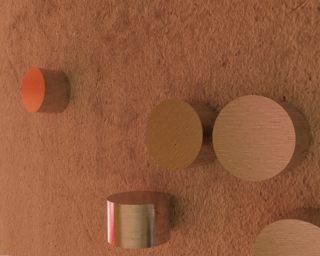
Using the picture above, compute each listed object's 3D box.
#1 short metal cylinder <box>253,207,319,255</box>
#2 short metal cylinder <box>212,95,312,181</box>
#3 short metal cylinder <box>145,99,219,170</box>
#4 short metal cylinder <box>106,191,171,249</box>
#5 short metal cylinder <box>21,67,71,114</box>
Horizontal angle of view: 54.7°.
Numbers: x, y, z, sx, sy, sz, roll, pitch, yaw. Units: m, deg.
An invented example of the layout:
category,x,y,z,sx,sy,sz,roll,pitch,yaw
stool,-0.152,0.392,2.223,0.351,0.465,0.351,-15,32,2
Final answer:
category,x,y,z,sx,sy,sz,roll,pitch,yaw
short metal cylinder,0.133,0.117,0.279,0.080,0.050,0.080,0,90,40
short metal cylinder,0.100,0.009,0.306,0.080,0.050,0.080,0,90,40
short metal cylinder,0.030,0.007,0.364,0.080,0.050,0.080,0,90,40
short metal cylinder,-0.027,0.112,0.391,0.080,0.081,0.050,-1,90,40
short metal cylinder,-0.206,-0.067,0.559,0.080,0.050,0.080,0,90,40
